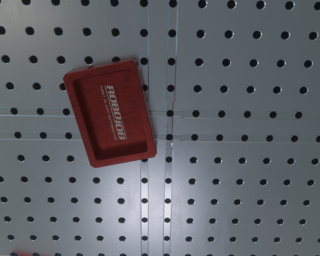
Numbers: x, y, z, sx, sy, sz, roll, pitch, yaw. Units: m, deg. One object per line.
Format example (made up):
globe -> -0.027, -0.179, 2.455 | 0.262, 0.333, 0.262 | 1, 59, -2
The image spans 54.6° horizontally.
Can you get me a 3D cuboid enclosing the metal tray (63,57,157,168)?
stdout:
metal tray -> -0.060, -0.018, 0.403 | 0.090, 0.030, 0.129 | -11, 110, 4
